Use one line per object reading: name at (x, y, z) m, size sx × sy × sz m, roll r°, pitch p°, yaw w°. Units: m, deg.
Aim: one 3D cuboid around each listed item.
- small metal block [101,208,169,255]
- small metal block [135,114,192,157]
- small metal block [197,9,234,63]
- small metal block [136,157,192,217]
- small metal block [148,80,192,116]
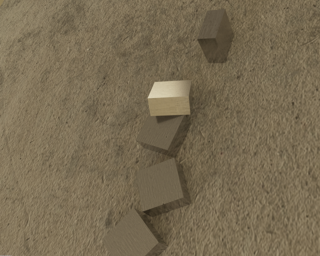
small metal block at (-0.028, 0.127, 0.341) m, size 0.050 × 0.025 × 0.050 m, roll -44°, pitch 51°, yaw -2°
small metal block at (0.005, 0.005, 0.398) m, size 0.050 × 0.025 × 0.050 m, roll 15°, pitch 69°, yaw 34°
small metal block at (0.077, -0.124, 0.423) m, size 0.025 × 0.050 × 0.050 m, roll 7°, pitch 65°, yaw 31°
small metal block at (0.004, 0.069, 0.360) m, size 0.050 × 0.025 × 0.050 m, roll -23°, pitch 53°, yaw 14°
small metal block at (0.015, -0.039, 0.400) m, size 0.050 × 0.025 × 0.050 m, roll -2°, pitch 31°, yaw 11°
